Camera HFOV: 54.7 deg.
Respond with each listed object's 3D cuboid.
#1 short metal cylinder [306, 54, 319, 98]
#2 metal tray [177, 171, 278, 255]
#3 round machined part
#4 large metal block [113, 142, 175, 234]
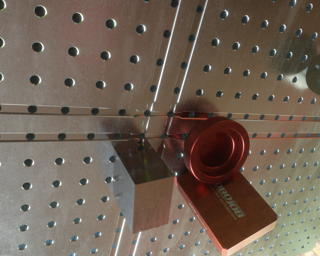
[{"bbox_3d":[0.277,-0.078,0.478,0.050,0.080,0.080,23,106,-37],"label":"short metal cylinder"},{"bbox_3d":[0.095,0.109,0.460,0.091,0.130,0.030,-25,140,-13],"label":"metal tray"},{"bbox_3d":[0.078,0.029,0.454,0.099,0.042,0.097,-9,113,-21],"label":"round machined part"},{"bbox_3d":[-0.025,0.076,0.409,0.050,0.080,0.079,-9,122,-24],"label":"large metal block"}]
